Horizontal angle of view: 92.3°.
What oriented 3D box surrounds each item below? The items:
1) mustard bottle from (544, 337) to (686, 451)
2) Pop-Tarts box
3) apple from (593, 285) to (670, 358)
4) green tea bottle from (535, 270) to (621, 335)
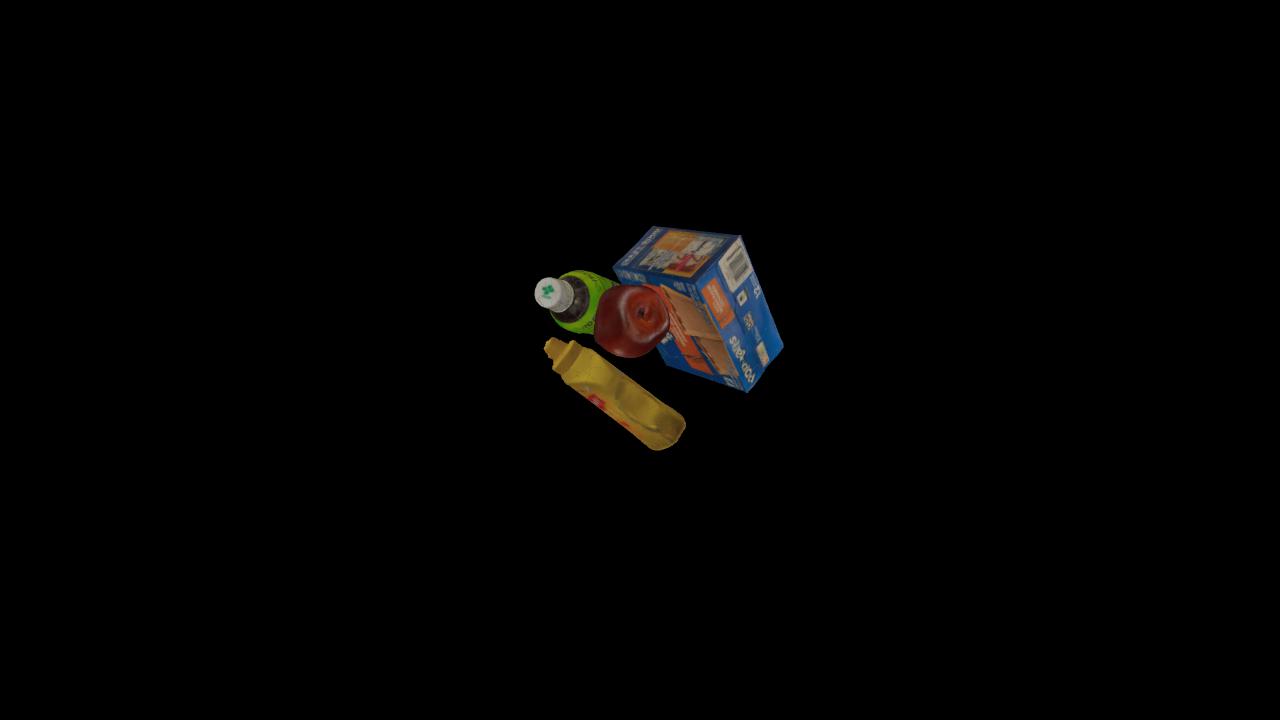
[{"bbox_3d":[-0.036,0.034,0.722,0.184,0.054,0.092,38,-9,-14],"label":"mustard bottle"},{"bbox_3d":[0.069,-0.061,0.720,0.083,0.167,0.141,-46,39,-21],"label":"Pop-Tarts box"},{"bbox_3d":[-0.013,-0.040,0.648,0.079,0.079,0.093,0,-11,-24],"label":"apple"},{"bbox_3d":[-0.050,-0.060,0.695,0.073,0.073,0.212,0,-2,25],"label":"green tea bottle"}]
